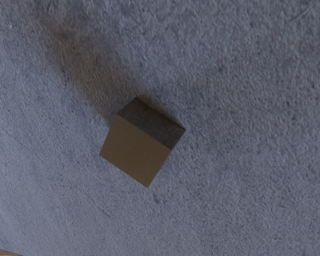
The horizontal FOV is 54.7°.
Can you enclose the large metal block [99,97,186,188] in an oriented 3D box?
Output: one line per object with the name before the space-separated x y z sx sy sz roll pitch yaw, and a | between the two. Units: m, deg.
large metal block | -0.025 0.020 0.414 0.080 0.050 0.079 34 129 5
